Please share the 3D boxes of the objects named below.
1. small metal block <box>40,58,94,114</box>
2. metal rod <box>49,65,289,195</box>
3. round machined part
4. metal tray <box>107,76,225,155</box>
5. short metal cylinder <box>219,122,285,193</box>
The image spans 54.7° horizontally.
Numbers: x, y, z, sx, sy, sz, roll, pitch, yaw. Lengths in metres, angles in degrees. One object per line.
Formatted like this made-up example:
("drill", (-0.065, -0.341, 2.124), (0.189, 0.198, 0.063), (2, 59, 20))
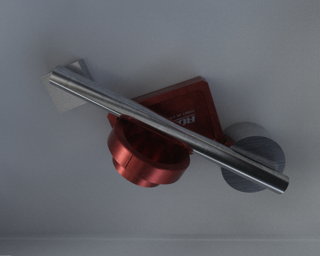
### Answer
("small metal block", (-0.111, -0.053, 0.388), (0.050, 0.025, 0.050), (-21, 109, 7))
("metal rod", (0.014, 0.004, 0.368), (0.301, 0.025, 0.025), (26, 108, -3))
("round machined part", (-0.017, 0.032, 0.369), (0.098, 0.098, 0.042), (26, 116, -10))
("metal tray", (0.009, -0.004, 0.405), (0.131, 0.030, 0.090), (-18, 109, 6))
("short metal cylinder", (0.117, 0.038, 0.412), (0.081, 0.050, 0.079), (0, 110, -1))
